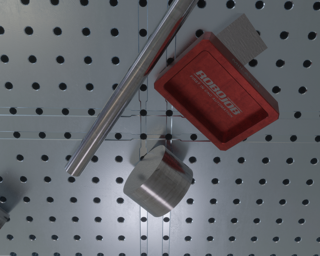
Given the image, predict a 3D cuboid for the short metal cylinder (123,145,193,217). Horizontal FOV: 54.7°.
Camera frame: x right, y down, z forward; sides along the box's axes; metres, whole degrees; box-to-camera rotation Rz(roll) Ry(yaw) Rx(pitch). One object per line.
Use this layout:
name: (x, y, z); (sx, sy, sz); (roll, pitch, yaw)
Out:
short metal cylinder: (-0.003, 0.069, 0.410); (0.050, 0.080, 0.080); (42, 105, -14)

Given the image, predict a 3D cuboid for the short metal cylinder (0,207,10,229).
short metal cylinder: (-0.261, 0.138, 0.433); (0.080, 0.080, 0.050); (-40, 106, 13)

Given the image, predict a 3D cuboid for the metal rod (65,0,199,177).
metal rod: (-0.037, -0.056, 0.392); (0.025, 0.025, 0.299); (33, 107, -12)

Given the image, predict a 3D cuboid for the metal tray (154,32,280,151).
metal tray: (0.069, -0.040, 0.381); (0.130, 0.030, 0.090); (42, 125, -14)

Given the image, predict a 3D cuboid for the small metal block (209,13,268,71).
small metal block: (0.092, -0.103, 0.377); (0.050, 0.025, 0.050); (-37, 106, 12)
